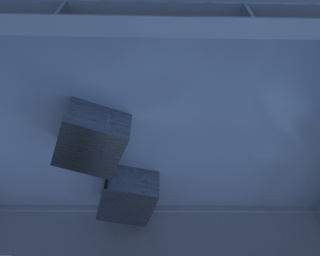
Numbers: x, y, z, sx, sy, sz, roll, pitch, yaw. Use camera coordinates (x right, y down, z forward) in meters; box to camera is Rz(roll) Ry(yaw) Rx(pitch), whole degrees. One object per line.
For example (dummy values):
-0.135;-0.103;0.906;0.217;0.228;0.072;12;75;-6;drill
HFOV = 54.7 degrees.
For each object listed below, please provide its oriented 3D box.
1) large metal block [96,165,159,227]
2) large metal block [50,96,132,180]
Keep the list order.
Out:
-0.050;0.105;0.482;0.081;0.050;0.079;12;129;-10;large metal block
-0.089;0.015;0.405;0.081;0.050;0.079;17;128;-14;large metal block
